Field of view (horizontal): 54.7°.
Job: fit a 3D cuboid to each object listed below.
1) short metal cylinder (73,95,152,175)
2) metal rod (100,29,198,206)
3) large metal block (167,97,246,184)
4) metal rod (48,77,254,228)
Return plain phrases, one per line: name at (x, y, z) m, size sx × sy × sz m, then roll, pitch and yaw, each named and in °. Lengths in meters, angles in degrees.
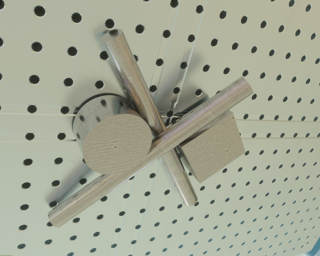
short metal cylinder at (-0.056, 0.008, 0.365) m, size 0.081 × 0.050 × 0.079 m, roll -14°, pitch 124°, yaw -21°
metal rod at (0.000, 0.010, 0.412) m, size 0.025 × 0.025 × 0.299 m, roll -32°, pitch 129°, yaw -8°
large metal block at (0.065, 0.018, 0.435) m, size 0.080 × 0.050 × 0.080 m, roll -33°, pitch 129°, yaw -7°
metal rod at (-0.016, 0.034, 0.391) m, size 0.300 × 0.025 × 0.025 m, roll -35°, pitch 130°, yaw 6°
